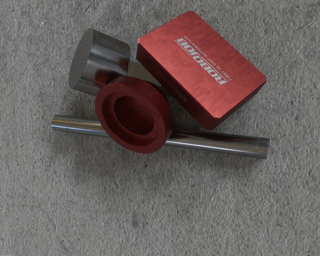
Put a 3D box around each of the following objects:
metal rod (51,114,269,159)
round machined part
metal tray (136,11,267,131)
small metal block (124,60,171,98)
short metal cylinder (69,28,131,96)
[{"bbox_3d":[-0.014,0.008,0.415,0.301,0.025,0.025,7,92,19],"label":"metal rod"},{"bbox_3d":[-0.027,-0.020,0.378,0.098,0.042,0.097,18,133,21],"label":"round machined part"},{"bbox_3d":[0.046,-0.071,0.364,0.090,0.030,0.130,-37,75,-24],"label":"metal tray"},{"bbox_3d":[-0.011,-0.062,0.399,0.050,0.050,0.025,25,99,18],"label":"small metal block"},{"bbox_3d":[-0.080,-0.082,0.404,0.080,0.050,0.080,-33,48,48],"label":"short metal cylinder"}]
